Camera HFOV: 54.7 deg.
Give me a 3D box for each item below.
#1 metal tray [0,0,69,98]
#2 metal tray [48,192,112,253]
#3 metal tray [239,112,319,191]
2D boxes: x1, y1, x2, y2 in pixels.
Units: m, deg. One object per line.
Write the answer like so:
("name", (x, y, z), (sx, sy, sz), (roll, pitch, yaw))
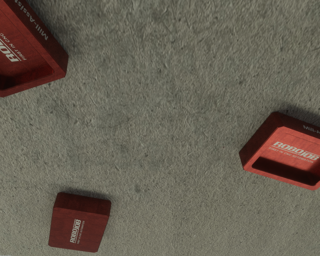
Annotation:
("metal tray", (-0.164, -0.091, 0.303), (0.090, 0.030, 0.130), (-15, 143, 12))
("metal tray", (-0.144, 0.171, 0.548), (0.091, 0.030, 0.129), (13, 129, -11))
("metal tray", (0.191, 0.036, 0.436), (0.131, 0.030, 0.089), (18, 128, -15))
